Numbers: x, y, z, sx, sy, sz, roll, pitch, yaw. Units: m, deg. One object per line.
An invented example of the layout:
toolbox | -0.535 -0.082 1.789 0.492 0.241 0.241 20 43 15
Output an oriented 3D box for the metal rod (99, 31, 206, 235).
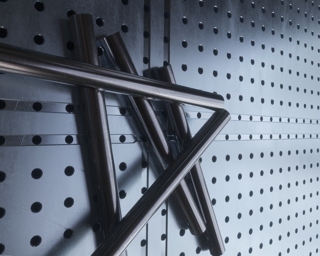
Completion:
metal rod | -0.001 0.021 0.409 0.025 0.025 0.299 -38 113 -34

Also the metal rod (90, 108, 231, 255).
metal rod | 0.003 0.074 0.381 0.301 0.025 0.025 -46 118 -30

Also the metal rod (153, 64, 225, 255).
metal rod | 0.047 0.056 0.450 0.025 0.025 0.298 -29 108 -37

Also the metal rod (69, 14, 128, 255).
metal rod | -0.067 0.026 0.354 0.025 0.025 0.298 -13 98 -40

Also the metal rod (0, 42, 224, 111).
metal rod | -0.032 -0.049 0.352 0.302 0.025 0.025 6 86 -40
